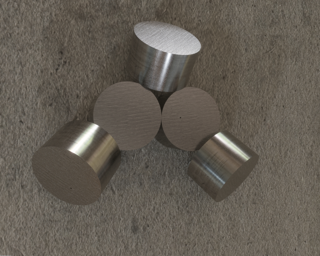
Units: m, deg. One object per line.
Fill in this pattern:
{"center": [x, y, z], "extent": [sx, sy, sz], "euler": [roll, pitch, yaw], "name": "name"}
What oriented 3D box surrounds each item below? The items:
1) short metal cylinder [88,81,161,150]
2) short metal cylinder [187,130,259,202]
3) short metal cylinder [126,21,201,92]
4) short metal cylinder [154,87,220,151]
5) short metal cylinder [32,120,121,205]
{"center": [-0.045, -0.014, 0.380], "extent": [0.081, 0.050, 0.080], "euler": [0, 90, -20], "name": "short metal cylinder"}
{"center": [0.082, 0.050, 0.405], "extent": [0.080, 0.080, 0.050], "euler": [-39, 61, -16], "name": "short metal cylinder"}
{"center": [0.003, -0.088, 0.376], "extent": [0.081, 0.080, 0.050], "euler": [2, 132, -20], "name": "short metal cylinder"}
{"center": [0.031, -0.011, 0.408], "extent": [0.081, 0.050, 0.080], "euler": [0, 90, -20], "name": "short metal cylinder"}
{"center": [-0.090, 0.038, 0.341], "extent": [0.080, 0.080, 0.050], "euler": [48, 35, -14], "name": "short metal cylinder"}
